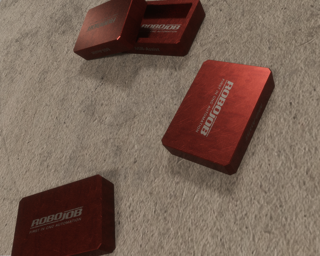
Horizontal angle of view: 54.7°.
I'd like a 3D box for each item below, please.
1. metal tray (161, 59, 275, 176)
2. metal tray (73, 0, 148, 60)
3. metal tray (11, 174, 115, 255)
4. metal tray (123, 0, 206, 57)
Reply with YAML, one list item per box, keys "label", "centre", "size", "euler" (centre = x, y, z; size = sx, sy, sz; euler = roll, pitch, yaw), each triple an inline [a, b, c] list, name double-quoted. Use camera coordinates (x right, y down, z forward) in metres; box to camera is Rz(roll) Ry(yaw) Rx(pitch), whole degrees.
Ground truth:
- label: "metal tray"
  centre: [0.071, -0.018, 0.374]
  size: [0.090, 0.030, 0.130]
  euler: [17, 71, 34]
- label: "metal tray"
  centre: [-0.086, -0.168, 0.519]
  size: [0.130, 0.030, 0.090]
  euler: [1, 70, 43]
- label: "metal tray"
  centre: [-0.121, 0.120, 0.389]
  size: [0.130, 0.030, 0.090]
  euler: [-19, 54, 16]
- label: "metal tray"
  centre: [-0.003, -0.163, 0.500]
  size: [0.130, 0.030, 0.090]
  euler: [12, 68, 32]
